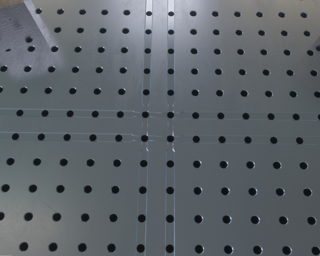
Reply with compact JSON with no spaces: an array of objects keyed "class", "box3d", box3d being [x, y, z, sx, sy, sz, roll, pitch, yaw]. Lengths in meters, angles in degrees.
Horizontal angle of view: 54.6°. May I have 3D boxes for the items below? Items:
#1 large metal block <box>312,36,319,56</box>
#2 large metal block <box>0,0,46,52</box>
[{"class":"large metal block","box3d":[0.272,-0.116,0.426,0.050,0.080,0.080,-27,72,-9]},{"class":"large metal block","box3d":[-0.221,-0.158,0.439,0.080,0.080,0.050,-18,71,-6]}]
